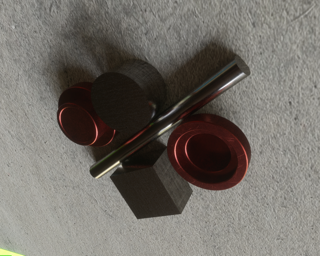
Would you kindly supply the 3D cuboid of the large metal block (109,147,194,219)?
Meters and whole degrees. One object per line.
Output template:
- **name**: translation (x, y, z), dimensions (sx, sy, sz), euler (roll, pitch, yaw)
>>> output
- **large metal block**: translation (-0.011, 0.081, 0.449), dimensions (0.080, 0.050, 0.080), euler (-18, 109, 35)

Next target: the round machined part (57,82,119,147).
- **round machined part**: translation (-0.107, -0.013, 0.445), dimensions (0.098, 0.042, 0.097), euler (13, 124, 21)

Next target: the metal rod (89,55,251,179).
- **metal rod**: translation (-0.009, 0.003, 0.416), dimensions (0.025, 0.025, 0.299), euler (49, 128, -7)

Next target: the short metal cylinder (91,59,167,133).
- **short metal cylinder**: translation (-0.038, -0.040, 0.387), dimensions (0.080, 0.050, 0.079), euler (13, 124, 21)

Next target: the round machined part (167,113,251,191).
- **round machined part**: translation (0.062, 0.025, 0.380), dimensions (0.098, 0.042, 0.097), euler (13, 124, 21)
